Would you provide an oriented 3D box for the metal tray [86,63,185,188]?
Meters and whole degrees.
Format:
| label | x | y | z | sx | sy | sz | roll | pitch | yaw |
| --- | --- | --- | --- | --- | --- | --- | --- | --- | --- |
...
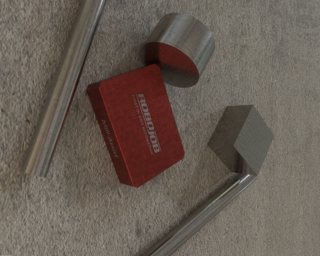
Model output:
| label | x | y | z | sx | sy | sz | roll | pitch | yaw |
| --- | --- | --- | --- | --- | --- | --- | --- | --- | --- |
| metal tray | -0.025 | -0.004 | 0.382 | 0.091 | 0.030 | 0.129 | -28 | 108 | -37 |

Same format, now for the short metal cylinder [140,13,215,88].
| label | x | y | z | sx | sy | sz | roll | pitch | yaw |
| --- | --- | --- | --- | --- | --- | --- | --- | --- | --- |
| short metal cylinder | 0.022 | -0.096 | 0.389 | 0.080 | 0.080 | 0.050 | 43 | 64 | -32 |

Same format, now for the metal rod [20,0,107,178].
| label | x | y | z | sx | sy | sz | roll | pitch | yaw |
| --- | --- | --- | --- | --- | --- | --- | --- | --- | --- |
| metal rod | -0.085 | -0.096 | 0.334 | 0.025 | 0.025 | 0.299 | 25 | 74 | -38 |

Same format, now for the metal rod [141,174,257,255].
| label | x | y | z | sx | sy | sz | roll | pitch | yaw |
| --- | --- | --- | --- | --- | --- | --- | --- | --- | --- |
| metal rod | 0.051 | 0.137 | 0.450 | 0.302 | 0.025 | 0.025 | -27 | 108 | -37 |

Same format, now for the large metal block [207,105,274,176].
| label | x | y | z | sx | sy | sz | roll | pitch | yaw |
| --- | --- | --- | --- | --- | --- | --- | --- | --- | --- |
| large metal block | 0.133 | 0.019 | 0.503 | 0.080 | 0.050 | 0.080 | 46 | 62 | -30 |
